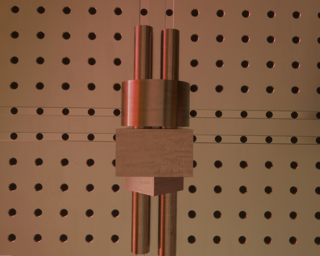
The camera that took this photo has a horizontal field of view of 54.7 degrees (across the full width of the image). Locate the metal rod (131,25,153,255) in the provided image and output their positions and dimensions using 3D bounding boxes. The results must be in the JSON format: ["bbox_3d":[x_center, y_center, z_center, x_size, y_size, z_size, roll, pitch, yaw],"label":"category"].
[{"bbox_3d":[-0.024,0.015,0.414,0.025,0.025,0.298,1,90,-1],"label":"metal rod"}]

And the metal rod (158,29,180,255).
[{"bbox_3d":[0.012,0.020,0.415,0.025,0.025,0.298,1,90,-1],"label":"metal rod"}]

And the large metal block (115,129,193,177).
[{"bbox_3d":[-0.006,0.026,0.361,0.081,0.080,0.050,0,90,-1],"label":"large metal block"}]

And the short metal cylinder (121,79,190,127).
[{"bbox_3d":[-0.005,-0.027,0.365,0.081,0.080,0.050,1,90,-1],"label":"short metal cylinder"}]

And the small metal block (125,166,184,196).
[{"bbox_3d":[-0.007,0.063,0.378,0.050,0.050,0.025,1,90,-45],"label":"small metal block"}]
